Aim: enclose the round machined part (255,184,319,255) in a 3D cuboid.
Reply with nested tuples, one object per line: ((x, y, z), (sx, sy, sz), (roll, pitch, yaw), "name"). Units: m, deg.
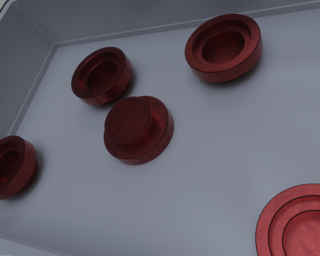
((0.135, 0.101, 0.262), (0.098, 0.042, 0.098), (-13, 56, 21), "round machined part")

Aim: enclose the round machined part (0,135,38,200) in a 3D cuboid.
((-0.229, 0.064, 0.476), (0.098, 0.042, 0.098), (-13, 56, 21), "round machined part")

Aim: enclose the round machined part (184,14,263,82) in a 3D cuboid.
((0.086, -0.100, 0.411), (0.098, 0.042, 0.098), (-13, 56, 21), "round machined part")

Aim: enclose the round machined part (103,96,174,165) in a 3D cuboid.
((-0.035, -0.003, 0.415), (0.098, 0.042, 0.098), (-13, 56, 21), "round machined part")

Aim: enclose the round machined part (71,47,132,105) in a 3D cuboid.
((-0.086, -0.076, 0.487), (0.098, 0.042, 0.098), (-13, 56, 21), "round machined part")
